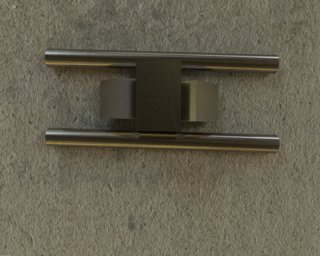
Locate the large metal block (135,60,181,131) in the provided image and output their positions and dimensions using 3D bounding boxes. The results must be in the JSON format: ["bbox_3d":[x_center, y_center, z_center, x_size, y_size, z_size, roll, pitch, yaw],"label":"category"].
[{"bbox_3d":[-0.002,-0.037,0.386,0.050,0.080,0.079,1,90,0],"label":"large metal block"}]

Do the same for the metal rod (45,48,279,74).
[{"bbox_3d":[0.003,-0.089,0.411,0.302,0.025,0.025,1,90,-1],"label":"metal rod"}]

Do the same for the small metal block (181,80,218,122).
[{"bbox_3d":[0.051,-0.033,0.398,0.025,0.050,0.050,0,90,41],"label":"small metal block"}]

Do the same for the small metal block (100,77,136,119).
[{"bbox_3d":[-0.053,-0.037,0.397,0.025,0.050,0.050,1,91,-40],"label":"small metal block"}]

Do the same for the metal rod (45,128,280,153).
[{"bbox_3d":[0.004,0.017,0.411,0.302,0.025,0.025,2,90,-1],"label":"metal rod"}]
